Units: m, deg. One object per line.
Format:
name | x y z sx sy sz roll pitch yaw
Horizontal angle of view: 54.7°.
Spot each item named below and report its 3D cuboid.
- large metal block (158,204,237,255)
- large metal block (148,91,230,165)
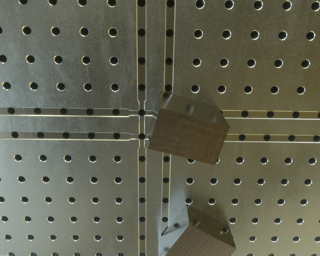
large metal block | 0.053 0.175 0.465 0.080 0.050 0.080 30 107 -11
large metal block | 0.032 -0.003 0.383 0.081 0.080 0.050 15 109 -6
